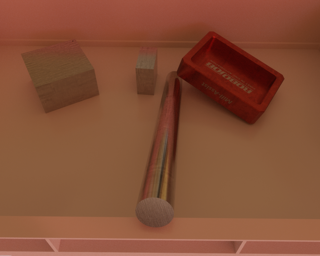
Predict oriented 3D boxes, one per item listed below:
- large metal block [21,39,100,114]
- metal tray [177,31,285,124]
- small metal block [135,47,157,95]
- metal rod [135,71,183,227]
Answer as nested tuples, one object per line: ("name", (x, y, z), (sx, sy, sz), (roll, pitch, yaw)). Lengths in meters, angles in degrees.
("large metal block", (-0.145, -0.078, 0.452), (0.081, 0.050, 0.080), (-23, 54, -18))
("metal tray", (0.102, -0.076, 0.444), (0.130, 0.030, 0.090), (35, 56, 8))
("small metal block", (-0.019, -0.085, 0.460), (0.025, 0.050, 0.050), (4, 50, 3))
("metal rod", (0.009, -0.010, 0.335), (0.025, 0.025, 0.301), (4, 26, 3))
